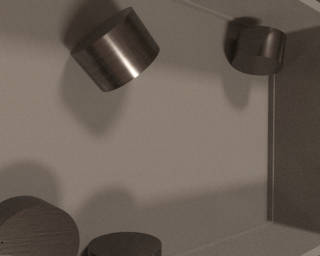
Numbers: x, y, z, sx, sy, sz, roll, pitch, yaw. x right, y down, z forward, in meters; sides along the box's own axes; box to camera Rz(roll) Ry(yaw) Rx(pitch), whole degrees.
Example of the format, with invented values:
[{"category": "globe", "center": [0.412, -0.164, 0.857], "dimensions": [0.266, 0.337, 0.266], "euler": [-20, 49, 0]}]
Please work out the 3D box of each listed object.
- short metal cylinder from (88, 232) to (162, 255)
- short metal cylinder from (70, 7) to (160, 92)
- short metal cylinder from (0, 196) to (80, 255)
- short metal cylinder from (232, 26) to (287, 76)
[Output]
[{"category": "short metal cylinder", "center": [-0.039, 0.153, 0.341], "dimensions": [0.081, 0.080, 0.050], "euler": [1, 90, -40]}, {"category": "short metal cylinder", "center": [-0.048, -0.084, 0.332], "dimensions": [0.050, 0.080, 0.080], "euler": [52, 59, -28]}, {"category": "short metal cylinder", "center": [-0.124, 0.107, 0.288], "dimensions": [0.081, 0.050, 0.079], "euler": [0, 90, -40]}, {"category": "short metal cylinder", "center": [0.163, -0.125, 0.510], "dimensions": [0.080, 0.080, 0.050], "euler": [19, 78, -39]}]
